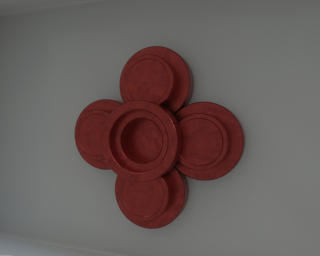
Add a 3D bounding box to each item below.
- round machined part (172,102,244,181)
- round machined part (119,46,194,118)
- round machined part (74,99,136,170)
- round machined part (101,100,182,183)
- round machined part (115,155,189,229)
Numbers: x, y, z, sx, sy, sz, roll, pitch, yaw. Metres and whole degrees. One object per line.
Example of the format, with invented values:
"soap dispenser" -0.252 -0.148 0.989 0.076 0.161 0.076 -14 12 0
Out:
"round machined part" 0.052 0.016 0.381 0.098 0.042 0.097 0 90 20
"round machined part" -0.009 -0.058 0.401 0.098 0.042 0.097 0 90 20
"round machined part" -0.077 0.009 0.426 0.098 0.042 0.097 0 90 20
"round machined part" -0.019 0.015 0.384 0.098 0.042 0.097 0 90 20
"round machined part" -0.015 0.083 0.405 0.098 0.042 0.097 -1 88 18
